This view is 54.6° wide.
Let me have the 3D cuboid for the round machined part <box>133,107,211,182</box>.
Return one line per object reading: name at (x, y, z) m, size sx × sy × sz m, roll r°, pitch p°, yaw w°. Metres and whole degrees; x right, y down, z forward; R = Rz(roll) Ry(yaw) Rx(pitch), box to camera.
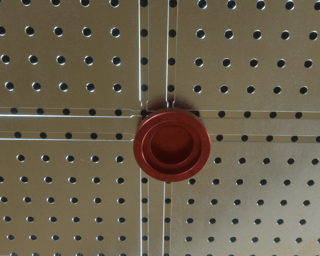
round machined part at (0.015, 0.019, 0.411) m, size 0.099 × 0.042 × 0.097 m, roll 0°, pitch 110°, yaw 0°
